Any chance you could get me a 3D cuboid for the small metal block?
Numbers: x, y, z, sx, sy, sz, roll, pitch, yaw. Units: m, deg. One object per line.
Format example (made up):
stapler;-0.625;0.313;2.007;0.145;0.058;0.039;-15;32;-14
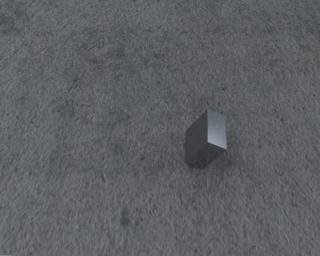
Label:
small metal block;0.054;0.014;0.372;0.025;0.050;0.050;22;48;-17
